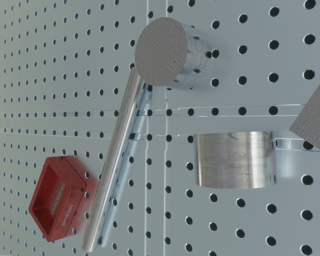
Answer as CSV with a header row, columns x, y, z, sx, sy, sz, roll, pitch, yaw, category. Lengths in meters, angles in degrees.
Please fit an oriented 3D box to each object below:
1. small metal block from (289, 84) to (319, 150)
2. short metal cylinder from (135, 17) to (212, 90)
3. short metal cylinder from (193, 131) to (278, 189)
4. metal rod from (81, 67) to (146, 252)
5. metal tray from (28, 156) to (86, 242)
x,y,z,sx,sy,sz,roll,pitch,yaw,category
0.156,-0.005,0.280,0.050,0.025,0.050,40,114,32,small metal block
0.015,-0.089,0.380,0.080,0.050,0.079,0,90,40,short metal cylinder
0.075,0.030,0.312,0.080,0.081,0.050,-4,88,40,short metal cylinder
-0.071,0.056,0.468,0.025,0.025,0.298,29,108,36,metal rod
-0.190,0.128,0.562,0.090,0.030,0.129,40,114,33,metal tray
